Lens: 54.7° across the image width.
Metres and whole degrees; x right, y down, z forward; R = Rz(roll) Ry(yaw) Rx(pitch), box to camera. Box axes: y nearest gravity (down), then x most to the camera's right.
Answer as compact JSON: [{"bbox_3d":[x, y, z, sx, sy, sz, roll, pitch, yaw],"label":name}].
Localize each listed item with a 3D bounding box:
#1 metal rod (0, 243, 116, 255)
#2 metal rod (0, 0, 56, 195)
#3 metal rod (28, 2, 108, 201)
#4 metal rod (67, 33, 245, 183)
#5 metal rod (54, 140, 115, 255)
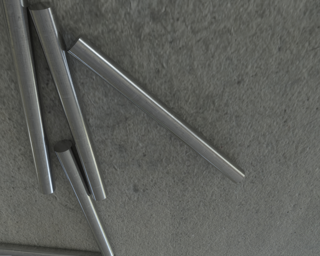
[{"bbox_3d":[-0.241,0.250,0.616,0.302,0.025,0.025,9,130,-9],"label":"metal rod"},{"bbox_3d":[-0.158,-0.019,0.388,0.025,0.025,0.298,5,130,-5],"label":"metal rod"},{"bbox_3d":[-0.106,-0.007,0.399,0.025,0.025,0.298,-3,130,2],"label":"metal rod"},{"bbox_3d":[0.014,-0.009,0.399,0.025,0.025,0.301,-37,122,26],"label":"metal rod"},{"bbox_3d":[-0.118,0.138,0.522,0.025,0.025,0.298,-5,130,3],"label":"metal rod"}]
